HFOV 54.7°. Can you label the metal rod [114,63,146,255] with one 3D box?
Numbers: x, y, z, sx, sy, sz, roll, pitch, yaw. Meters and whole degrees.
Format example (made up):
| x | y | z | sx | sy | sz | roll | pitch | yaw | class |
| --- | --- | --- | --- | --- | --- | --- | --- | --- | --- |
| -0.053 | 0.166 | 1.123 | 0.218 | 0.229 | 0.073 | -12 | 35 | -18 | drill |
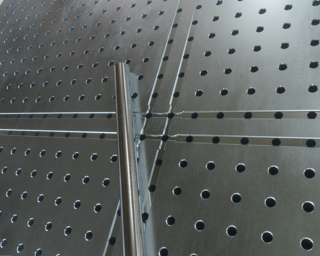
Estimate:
| x | y | z | sx | sy | sz | roll | pitch | yaw | class |
| --- | --- | --- | --- | --- | --- | --- | --- | --- | --- |
| -0.044 | 0.026 | 0.413 | 0.025 | 0.025 | 0.299 | -20 | 54 | 16 | metal rod |
